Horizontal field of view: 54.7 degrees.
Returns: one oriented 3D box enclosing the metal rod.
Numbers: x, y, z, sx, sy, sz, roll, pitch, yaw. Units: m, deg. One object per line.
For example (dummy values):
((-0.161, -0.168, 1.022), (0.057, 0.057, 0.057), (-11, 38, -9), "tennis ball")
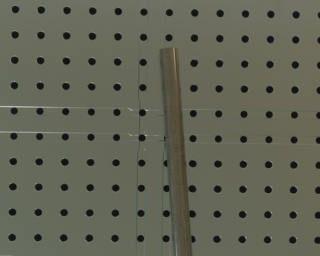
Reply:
((0.022, 0.044, 0.413), (0.025, 0.025, 0.298), (-4, 90, -1), "metal rod")
